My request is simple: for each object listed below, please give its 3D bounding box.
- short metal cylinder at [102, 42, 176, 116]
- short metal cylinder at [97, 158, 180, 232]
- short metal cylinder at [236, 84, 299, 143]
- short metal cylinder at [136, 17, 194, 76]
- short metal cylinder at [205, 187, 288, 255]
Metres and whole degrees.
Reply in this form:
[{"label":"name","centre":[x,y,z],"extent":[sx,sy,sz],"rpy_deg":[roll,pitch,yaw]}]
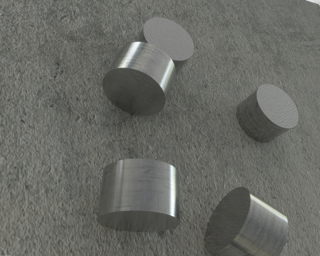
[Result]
[{"label":"short metal cylinder","centre":[-0.025,-0.060,0.392],"extent":[0.080,0.080,0.050],"rpy_deg":[28,52,-11]},{"label":"short metal cylinder","centre":[-0.020,0.071,0.314],"extent":[0.081,0.080,0.050],"rpy_deg":[14,56,-21]},{"label":"short metal cylinder","centre":[0.170,-0.023,0.493],"extent":[0.081,0.050,0.080],"rpy_deg":[14,56,-21]},{"label":"short metal cylinder","centre":[0.003,-0.116,0.460],"extent":[0.081,0.050,0.080],"rpy_deg":[14,56,-21]},{"label":"short metal cylinder","centre":[0.096,0.114,0.350],"extent":[0.050,0.080,0.080],"rpy_deg":[33,51,-7]}]
